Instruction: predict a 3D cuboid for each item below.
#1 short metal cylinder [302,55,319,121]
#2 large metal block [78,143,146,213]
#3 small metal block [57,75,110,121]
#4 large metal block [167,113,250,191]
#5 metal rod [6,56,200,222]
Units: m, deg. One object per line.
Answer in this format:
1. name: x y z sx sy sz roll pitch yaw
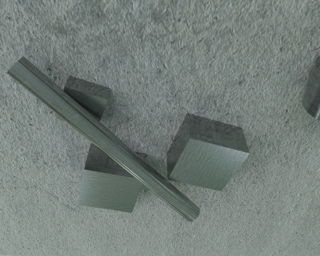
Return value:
1. short metal cylinder: 0.204 -0.042 0.337 0.081 0.080 0.050 0 130 0
2. large metal block: -0.071 0.075 0.454 0.081 0.050 0.079 12 129 -10
3. small metal block: -0.094 -0.030 0.381 0.050 0.025 0.050 17 128 -14
4. large metal block: 0.061 0.035 0.421 0.081 0.050 0.079 14 129 -12
5. metal rod: -0.052 0.028 0.384 0.025 0.025 0.300 -34 116 25
